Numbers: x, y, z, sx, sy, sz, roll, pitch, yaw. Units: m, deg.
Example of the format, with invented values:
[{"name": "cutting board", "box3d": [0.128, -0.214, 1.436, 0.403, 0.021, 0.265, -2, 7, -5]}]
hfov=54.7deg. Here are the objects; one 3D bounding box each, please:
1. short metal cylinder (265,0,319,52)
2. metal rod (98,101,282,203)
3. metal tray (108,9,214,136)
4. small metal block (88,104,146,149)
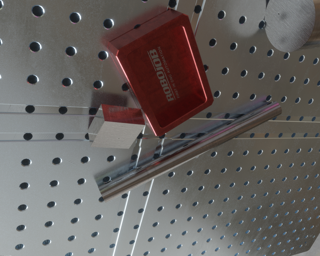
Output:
[{"name": "short metal cylinder", "box3d": [0.180, -0.139, 0.390, 0.050, 0.080, 0.079, -13, 124, -22]}, {"name": "metal rod", "box3d": [0.053, 0.030, 0.460, 0.302, 0.025, 0.025, -25, 128, -13]}, {"name": "metal tray", "box3d": [0.007, -0.062, 0.374, 0.090, 0.030, 0.130, -32, 129, -8]}, {"name": "small metal block", "box3d": [-0.053, 0.000, 0.372, 0.050, 0.025, 0.050, 5, 140, -31]}]
